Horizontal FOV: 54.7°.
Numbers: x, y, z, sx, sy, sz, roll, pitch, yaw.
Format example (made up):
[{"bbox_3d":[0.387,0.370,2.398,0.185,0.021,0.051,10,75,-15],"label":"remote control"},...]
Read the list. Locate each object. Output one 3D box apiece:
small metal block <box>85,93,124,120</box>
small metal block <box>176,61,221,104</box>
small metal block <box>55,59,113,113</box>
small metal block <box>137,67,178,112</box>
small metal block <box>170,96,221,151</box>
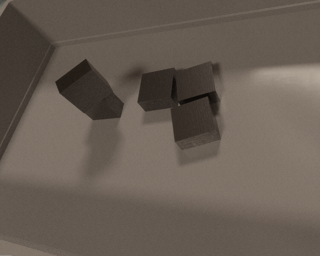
[{"bbox_3d":[-0.090,-0.036,0.457,0.050,0.050,0.025,-4,60,26],"label":"small metal block"},{"bbox_3d":[0.050,-0.056,0.413,0.050,0.025,0.050,-15,56,19],"label":"small metal block"},{"bbox_3d":[-0.099,-0.054,0.409,0.050,0.050,0.025,-36,52,4],"label":"small metal block"},{"bbox_3d":[-0.001,-0.054,0.438,0.050,0.025,0.050,-7,59,24],"label":"small metal block"},{"bbox_3d":[0.044,-0.005,0.385,0.050,0.025,0.050,-18,55,17],"label":"small metal block"}]
